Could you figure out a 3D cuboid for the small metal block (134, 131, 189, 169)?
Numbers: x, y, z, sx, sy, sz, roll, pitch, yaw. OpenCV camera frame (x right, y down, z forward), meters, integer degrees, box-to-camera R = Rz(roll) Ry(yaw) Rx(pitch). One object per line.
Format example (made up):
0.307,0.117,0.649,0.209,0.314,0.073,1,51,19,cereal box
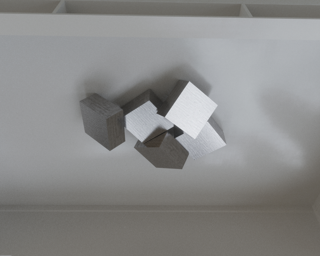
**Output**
0.002,0.031,0.418,0.050,0.025,0.050,-4,139,46,small metal block

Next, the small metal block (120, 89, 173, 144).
-0.017,-0.014,0.395,0.050,0.025,0.050,-30,124,23,small metal block

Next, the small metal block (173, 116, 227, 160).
0.053,0.010,0.416,0.050,0.025,0.050,-29,125,22,small metal block

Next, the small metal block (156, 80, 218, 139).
0.033,-0.023,0.373,0.050,0.025,0.050,36,86,-27,small metal block

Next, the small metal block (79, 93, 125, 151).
-0.070,-0.008,0.381,0.050,0.025,0.050,31,138,31,small metal block
